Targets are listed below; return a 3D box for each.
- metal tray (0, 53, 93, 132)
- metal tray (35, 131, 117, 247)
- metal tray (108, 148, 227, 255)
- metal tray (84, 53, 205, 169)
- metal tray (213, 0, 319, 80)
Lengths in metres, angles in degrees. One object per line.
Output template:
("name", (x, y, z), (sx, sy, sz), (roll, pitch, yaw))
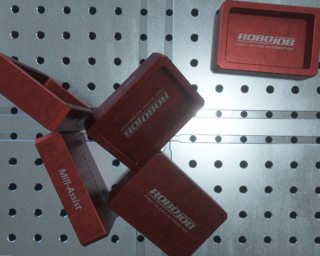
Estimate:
("metal tray", (-0.130, -0.035, 0.359), (0.090, 0.130, 0.030), (38, 90, 0))
("metal tray", (-0.097, 0.066, 0.379), (0.030, 0.090, 0.129), (-25, 90, 0))
("metal tray", (0.011, 0.100, 0.395), (0.130, 0.030, 0.090), (44, 90, -15))
("metal tray", (-0.018, -0.018, 0.390), (0.130, 0.030, 0.090), (-46, 120, 0))
("metal tray", (0.142, -0.115, 0.412), (0.131, 0.030, 0.089), (5, 90, -1))
